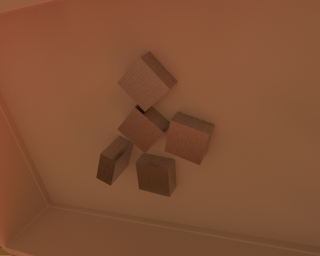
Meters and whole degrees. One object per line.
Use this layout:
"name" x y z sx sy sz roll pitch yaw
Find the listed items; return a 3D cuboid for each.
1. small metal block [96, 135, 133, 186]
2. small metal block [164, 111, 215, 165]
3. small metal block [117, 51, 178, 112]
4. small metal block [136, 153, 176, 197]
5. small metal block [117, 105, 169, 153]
"small metal block" -0.066 0.047 0.455 0.025 0.050 0.050 26 127 12
"small metal block" 0.037 0.013 0.396 0.050 0.025 0.050 21 126 15
"small metal block" -0.016 -0.056 0.381 0.050 0.025 0.050 47 129 -5
"small metal block" -0.005 0.068 0.452 0.050 0.025 0.050 9 123 23
"small metal block" -0.021 -0.002 0.417 0.050 0.025 0.050 42 129 -1
